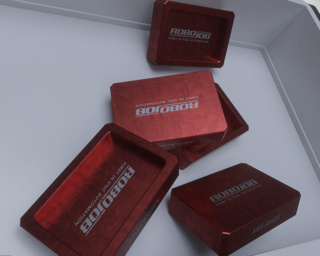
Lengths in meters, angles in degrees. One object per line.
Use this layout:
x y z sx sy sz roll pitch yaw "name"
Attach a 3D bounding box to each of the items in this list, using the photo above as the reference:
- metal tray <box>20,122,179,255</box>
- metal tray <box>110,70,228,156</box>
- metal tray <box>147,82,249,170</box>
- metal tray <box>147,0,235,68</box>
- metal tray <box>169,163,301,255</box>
-0.052 0.064 0.297 0.090 0.030 0.130 26 60 20 "metal tray"
0.009 -0.020 0.387 0.131 0.030 0.090 -9 64 -5 "metal tray"
0.056 -0.008 0.439 0.131 0.030 0.090 -24 75 -37 "metal tray"
0.049 -0.142 0.479 0.131 0.089 0.030 -4 26 -30 "metal tray"
0.088 0.087 0.365 0.131 0.030 0.090 -13 27 -34 "metal tray"
